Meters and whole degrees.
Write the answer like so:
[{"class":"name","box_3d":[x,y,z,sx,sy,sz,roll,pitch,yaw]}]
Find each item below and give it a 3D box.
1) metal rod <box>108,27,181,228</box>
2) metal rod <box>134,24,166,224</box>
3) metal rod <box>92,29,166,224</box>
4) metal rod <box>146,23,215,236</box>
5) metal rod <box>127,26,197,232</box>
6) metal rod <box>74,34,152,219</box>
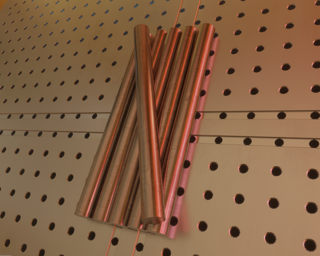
[{"class":"metal rod","box_3d":[-0.013,-0.017,0.425,0.025,0.025,0.300,1,62,29]},{"class":"metal rod","box_3d":[-0.018,-0.029,0.404,0.025,0.025,0.300,-18,55,18]},{"class":"metal rod","box_3d":[-0.034,-0.018,0.437,0.025,0.025,0.300,1,62,29]},{"class":"metal rod","box_3d":[0.033,-0.016,0.402,0.025,0.025,0.300,1,62,29]},{"class":"metal rod","box_3d":[0.010,-0.016,0.415,0.025,0.025,0.300,1,62,29]},{"class":"metal rod","box_3d":[-0.060,-0.020,0.451,0.025,0.025,0.300,1,62,29]}]
